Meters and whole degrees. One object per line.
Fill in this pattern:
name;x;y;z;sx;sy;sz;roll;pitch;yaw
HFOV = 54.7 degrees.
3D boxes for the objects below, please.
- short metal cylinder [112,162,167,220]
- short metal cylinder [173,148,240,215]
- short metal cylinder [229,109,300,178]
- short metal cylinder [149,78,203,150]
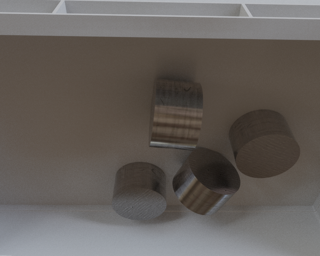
short metal cylinder;-0.031;0.098;0.476;0.081;0.050;0.079;0;130;0
short metal cylinder;0.065;0.075;0.438;0.081;0.080;0.050;19;128;-16
short metal cylinder;0.137;0.022;0.413;0.081;0.050;0.079;0;130;0
short metal cylinder;0.016;-0.015;0.360;0.050;0.080;0.079;5;130;-5
